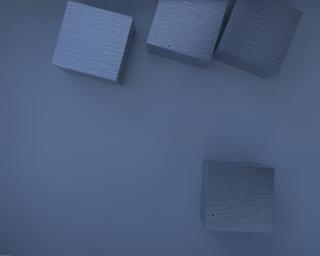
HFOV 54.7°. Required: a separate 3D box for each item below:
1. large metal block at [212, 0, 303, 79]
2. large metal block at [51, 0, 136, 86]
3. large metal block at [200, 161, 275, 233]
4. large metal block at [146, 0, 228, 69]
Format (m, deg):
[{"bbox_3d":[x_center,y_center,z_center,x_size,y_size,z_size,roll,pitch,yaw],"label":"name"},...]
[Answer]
[{"bbox_3d":[0.122,-0.119,0.400,0.080,0.050,0.080,22,90,-1],"label":"large metal block"},{"bbox_3d":[-0.082,-0.105,0.398,0.080,0.050,0.080,15,90,-1],"label":"large metal block"},{"bbox_3d":[0.097,0.086,0.400,0.081,0.050,0.079,3,90,-1],"label":"large metal block"},{"bbox_3d":[0.034,-0.130,0.399,0.080,0.050,0.080,16,90,-1],"label":"large metal block"}]
